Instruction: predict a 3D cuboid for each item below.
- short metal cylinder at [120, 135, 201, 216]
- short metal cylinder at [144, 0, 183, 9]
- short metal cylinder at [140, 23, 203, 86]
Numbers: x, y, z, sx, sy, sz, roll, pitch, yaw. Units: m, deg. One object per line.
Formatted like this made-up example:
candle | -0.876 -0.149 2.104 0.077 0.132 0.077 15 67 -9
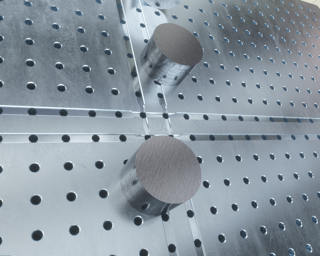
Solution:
short metal cylinder | 0.000 0.055 0.358 0.081 0.050 0.080 13 56 -21
short metal cylinder | 0.006 -0.254 0.531 0.081 0.080 0.050 13 57 -21
short metal cylinder | 0.017 -0.111 0.468 0.081 0.050 0.080 14 56 -21
